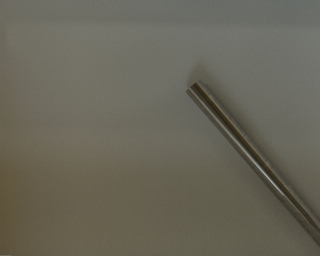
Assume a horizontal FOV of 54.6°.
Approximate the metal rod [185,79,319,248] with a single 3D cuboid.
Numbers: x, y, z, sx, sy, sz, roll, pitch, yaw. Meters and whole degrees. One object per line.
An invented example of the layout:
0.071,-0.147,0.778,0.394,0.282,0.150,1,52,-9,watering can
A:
0.141,0.057,0.412,0.025,0.025,0.300,-41,90,0,metal rod
